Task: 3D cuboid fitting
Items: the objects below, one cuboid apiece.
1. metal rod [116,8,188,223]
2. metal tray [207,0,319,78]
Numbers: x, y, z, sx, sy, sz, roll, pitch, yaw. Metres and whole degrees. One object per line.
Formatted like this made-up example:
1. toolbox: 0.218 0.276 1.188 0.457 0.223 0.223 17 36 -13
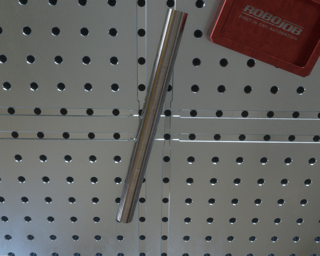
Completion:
1. metal rod: -0.016 -0.002 0.412 0.025 0.025 0.298 13 109 -5
2. metal tray: 0.133 -0.125 0.366 0.131 0.030 0.089 19 109 -8
